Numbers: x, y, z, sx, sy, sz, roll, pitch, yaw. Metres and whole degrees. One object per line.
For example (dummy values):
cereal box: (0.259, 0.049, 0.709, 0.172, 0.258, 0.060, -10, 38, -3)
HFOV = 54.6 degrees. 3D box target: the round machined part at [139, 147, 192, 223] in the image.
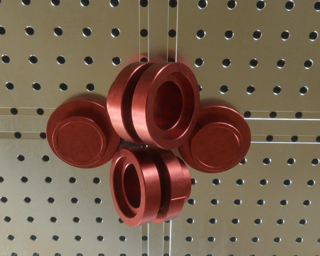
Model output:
round machined part: (0.005, 0.072, 0.411, 0.042, 0.098, 0.097, -3, 114, -33)

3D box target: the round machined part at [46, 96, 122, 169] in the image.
round machined part: (-0.101, 0.011, 0.407, 0.099, 0.042, 0.097, 0, 110, 0)

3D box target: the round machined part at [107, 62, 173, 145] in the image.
round machined part: (-0.025, -0.031, 0.375, 0.042, 0.099, 0.097, 11, 116, 39)

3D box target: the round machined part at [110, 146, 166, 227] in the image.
round machined part: (-0.025, 0.072, 0.396, 0.042, 0.098, 0.097, -3, 114, -33)

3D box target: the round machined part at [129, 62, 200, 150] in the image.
round machined part: (0.002, -0.027, 0.357, 0.042, 0.099, 0.097, 11, 116, 39)

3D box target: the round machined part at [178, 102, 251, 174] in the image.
round machined part: (0.072, 0.018, 0.411, 0.099, 0.042, 0.097, 0, 110, 0)
